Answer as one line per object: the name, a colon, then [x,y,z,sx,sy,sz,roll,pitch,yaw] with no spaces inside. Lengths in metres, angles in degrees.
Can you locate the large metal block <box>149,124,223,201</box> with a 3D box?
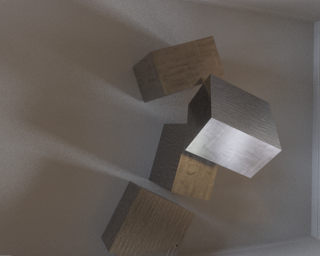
large metal block: [0.032,0.040,0.394,0.050,0.080,0.080,17,84,-20]

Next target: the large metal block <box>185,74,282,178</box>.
large metal block: [0.077,-0.003,0.341,0.080,0.050,0.080,24,39,-12]

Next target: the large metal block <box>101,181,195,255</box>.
large metal block: [-0.016,0.124,0.393,0.080,0.050,0.080,30,80,-18]

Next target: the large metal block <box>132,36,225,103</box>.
large metal block: [0.020,-0.071,0.389,0.081,0.080,0.050,-19,95,-19]
